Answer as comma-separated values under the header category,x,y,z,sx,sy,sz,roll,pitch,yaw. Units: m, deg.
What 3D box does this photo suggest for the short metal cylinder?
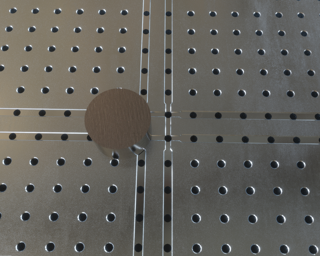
category,x,y,z,sx,sy,sz,roll,pitch,yaw
short metal cylinder,-0.051,-0.004,0.399,0.081,0.050,0.080,0,70,0
